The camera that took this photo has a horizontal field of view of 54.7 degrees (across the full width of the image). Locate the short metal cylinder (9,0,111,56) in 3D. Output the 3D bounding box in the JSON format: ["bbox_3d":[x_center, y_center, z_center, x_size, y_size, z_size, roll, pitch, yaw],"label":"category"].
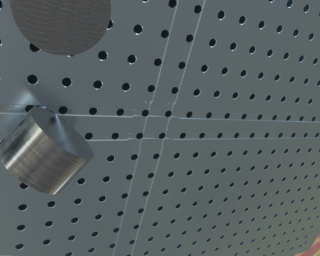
[{"bbox_3d":[-0.090,-0.111,0.277,0.081,0.050,0.079,-14,124,-21],"label":"short metal cylinder"}]

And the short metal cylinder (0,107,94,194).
[{"bbox_3d":[-0.118,0.023,0.326,0.050,0.080,0.080,-47,130,4],"label":"short metal cylinder"}]
